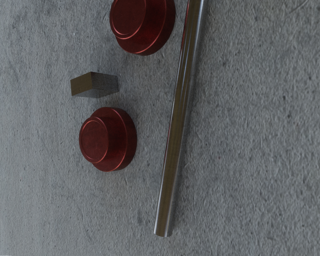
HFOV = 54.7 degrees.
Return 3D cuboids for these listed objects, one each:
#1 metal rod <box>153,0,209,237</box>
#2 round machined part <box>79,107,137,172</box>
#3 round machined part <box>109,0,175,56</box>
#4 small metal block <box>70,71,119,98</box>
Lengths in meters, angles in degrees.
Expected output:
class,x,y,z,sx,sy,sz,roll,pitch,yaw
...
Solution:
class,x,y,z,sx,sy,sz,roll,pitch,yaw
metal rod,0.025,-0.011,0.384,0.025,0.025,0.298,14,99,39
round machined part,-0.084,0.017,0.463,0.098,0.042,0.097,0,90,40
round machined part,-0.031,-0.150,0.419,0.098,0.042,0.097,0,90,40
small metal block,-0.099,-0.064,0.471,0.050,0.050,0.025,-11,83,39
